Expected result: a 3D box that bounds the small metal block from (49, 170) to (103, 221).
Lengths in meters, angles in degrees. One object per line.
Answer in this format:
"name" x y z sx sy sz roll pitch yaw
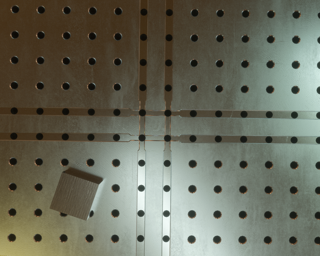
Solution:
"small metal block" -0.111 0.088 0.412 0.050 0.025 0.050 19 90 -1
